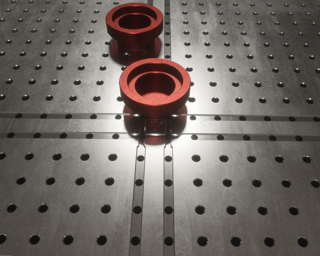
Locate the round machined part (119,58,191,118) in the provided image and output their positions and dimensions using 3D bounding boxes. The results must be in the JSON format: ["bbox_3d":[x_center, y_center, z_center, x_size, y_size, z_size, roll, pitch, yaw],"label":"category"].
[{"bbox_3d":[-0.007,-0.053,0.441,0.099,0.042,0.098,0,50,0],"label":"round machined part"}]

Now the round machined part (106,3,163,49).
[{"bbox_3d":[-0.043,-0.176,0.544,0.099,0.042,0.098,0,50,0],"label":"round machined part"}]
